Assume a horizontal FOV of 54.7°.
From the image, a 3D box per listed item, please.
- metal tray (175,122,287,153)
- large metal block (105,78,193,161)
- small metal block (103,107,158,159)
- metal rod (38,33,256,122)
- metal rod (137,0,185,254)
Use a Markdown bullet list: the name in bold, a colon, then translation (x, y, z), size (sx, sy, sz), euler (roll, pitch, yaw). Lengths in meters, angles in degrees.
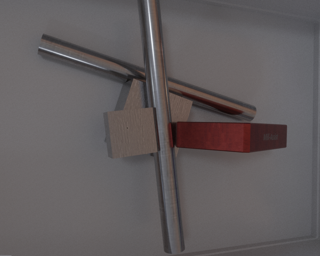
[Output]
- **metal tray**: translation (0.091, 0.009, 0.381), size (0.131, 0.090, 0.030), euler (1, 91, -52)
- **large metal block**: translation (-0.015, -0.008, 0.391), size (0.081, 0.050, 0.080), euler (19, 84, -20)
- **small metal block**: translation (-0.033, 0.005, 0.344), size (0.050, 0.025, 0.050), euler (-7, 92, -21)
- **metal rod**: translation (-0.001, -0.060, 0.410), size (0.302, 0.025, 0.025), euler (15, 85, -20)
- **metal rod**: translation (0.001, -0.006, 0.357), size (0.025, 0.025, 0.298), euler (-7, 93, -20)
